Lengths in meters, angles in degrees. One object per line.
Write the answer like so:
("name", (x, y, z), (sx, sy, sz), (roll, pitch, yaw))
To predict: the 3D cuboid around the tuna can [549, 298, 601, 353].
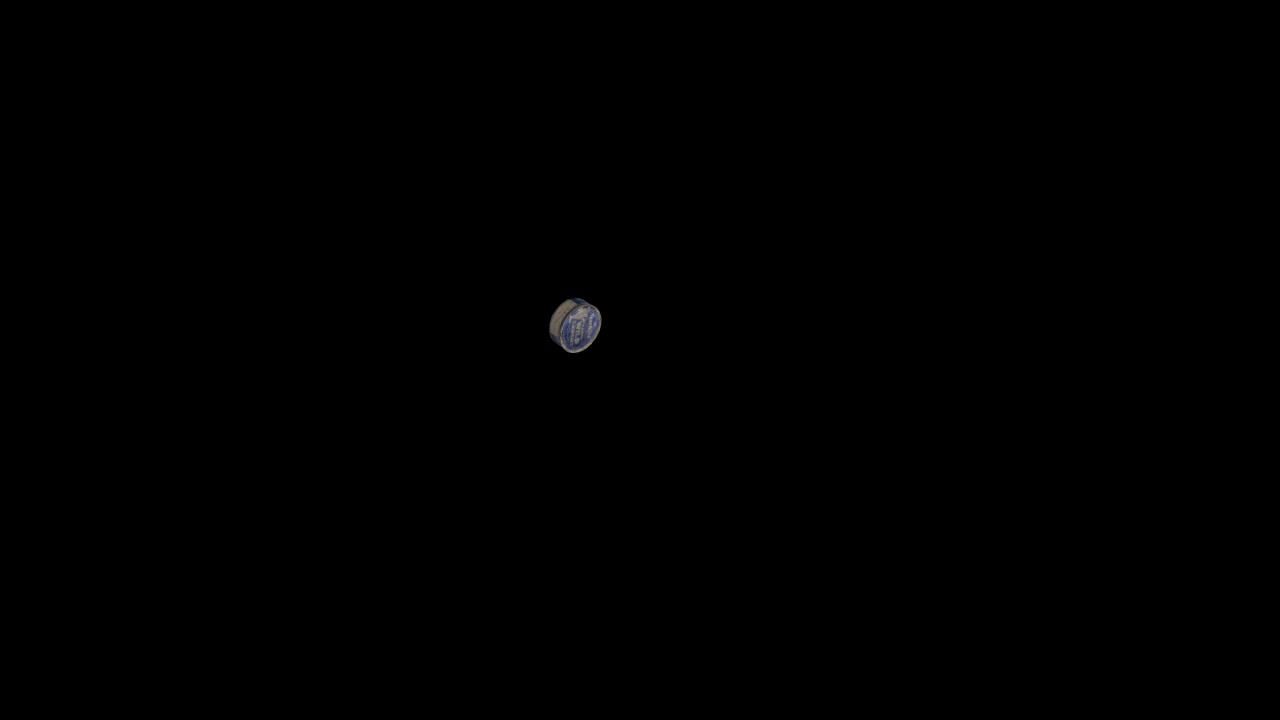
("tuna can", (-0.103, -0.055, 0.981), (0.034, 0.084, 0.084), (32, 20, 36))
